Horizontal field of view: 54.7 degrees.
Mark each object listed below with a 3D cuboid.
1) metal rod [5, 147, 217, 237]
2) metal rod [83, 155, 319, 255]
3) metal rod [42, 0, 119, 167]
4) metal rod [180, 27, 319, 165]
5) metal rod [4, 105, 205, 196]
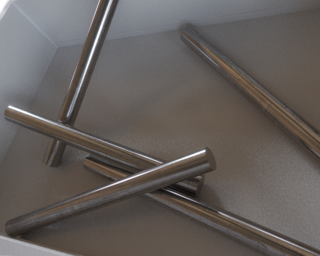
[{"bbox_3d":[-0.076,0.084,0.370,0.300,0.025,0.025,-23,53,23],"label":"metal rod"},{"bbox_3d":[0.023,0.083,0.342,0.300,0.025,0.025,17,71,34],"label":"metal rod"},{"bbox_3d":[-0.107,-0.084,0.439,0.025,0.025,0.298,29,101,37],"label":"metal rod"},{"bbox_3d":[0.111,-0.048,0.376,0.025,0.025,0.300,-38,51,3],"label":"metal rod"},{"bbox_3d":[-0.087,0.021,0.401,0.301,0.025,0.025,18,71,22],"label":"metal rod"}]
